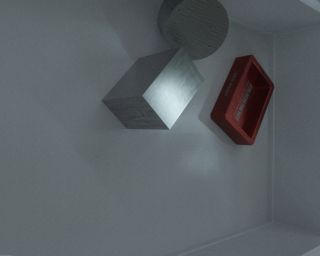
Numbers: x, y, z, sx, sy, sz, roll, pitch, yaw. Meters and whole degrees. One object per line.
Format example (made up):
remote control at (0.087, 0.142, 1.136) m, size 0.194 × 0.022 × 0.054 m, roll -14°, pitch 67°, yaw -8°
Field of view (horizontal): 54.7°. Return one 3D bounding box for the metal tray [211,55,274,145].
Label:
metal tray at (0.144, -0.047, 0.526) m, size 0.090 × 0.030 × 0.130 m, roll 41°, pitch 65°, yaw -33°

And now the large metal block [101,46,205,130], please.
large metal block at (-0.008, -0.044, 0.365) m, size 0.050 × 0.080 × 0.080 m, roll 51°, pitch 60°, yaw -28°

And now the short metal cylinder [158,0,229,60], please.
short metal cylinder at (0.042, -0.135, 0.400) m, size 0.081 × 0.050 × 0.079 m, roll -7°, pitch 126°, yaw -9°
